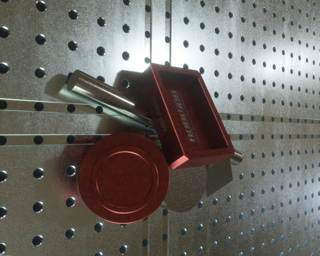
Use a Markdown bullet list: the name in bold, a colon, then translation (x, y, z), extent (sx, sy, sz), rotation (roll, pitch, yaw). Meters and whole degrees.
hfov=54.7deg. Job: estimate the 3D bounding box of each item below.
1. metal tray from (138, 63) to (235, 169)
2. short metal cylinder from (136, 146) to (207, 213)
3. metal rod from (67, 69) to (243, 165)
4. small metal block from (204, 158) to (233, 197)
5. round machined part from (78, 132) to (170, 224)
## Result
- **metal tray**: translation (0.033, -0.017, 0.391), extent (0.091, 0.030, 0.130), rotation (0, 61, -41)
- **short metal cylinder**: translation (0.015, 0.064, 0.401), extent (0.081, 0.050, 0.079), rotation (0, 90, -40)
- **metal rod**: translation (0.017, -0.001, 0.419), extent (0.302, 0.025, 0.025), rotation (25, 75, -37)
- **small metal block**: translation (0.077, 0.065, 0.456), extent (0.050, 0.025, 0.050), rotation (-29, 125, -20)
- **round machined part**: translation (-0.038, 0.053, 0.332), extent (0.099, 0.042, 0.097), rotation (1, 86, -7)
